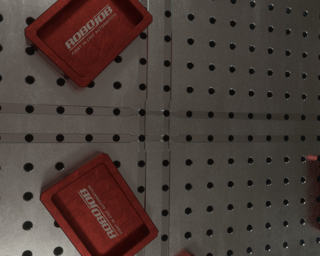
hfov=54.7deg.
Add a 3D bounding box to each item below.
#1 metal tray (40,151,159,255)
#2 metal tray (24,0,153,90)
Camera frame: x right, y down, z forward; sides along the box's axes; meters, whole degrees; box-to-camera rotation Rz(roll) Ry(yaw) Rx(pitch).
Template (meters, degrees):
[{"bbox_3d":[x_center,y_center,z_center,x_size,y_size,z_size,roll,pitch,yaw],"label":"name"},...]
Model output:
[{"bbox_3d":[-0.073,0.106,0.383,0.090,0.030,0.130,-35,102,-17],"label":"metal tray"},{"bbox_3d":[-0.084,-0.122,0.379,0.090,0.030,0.130,45,76,-15],"label":"metal tray"}]
